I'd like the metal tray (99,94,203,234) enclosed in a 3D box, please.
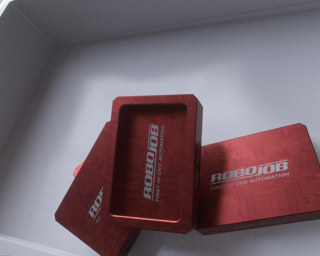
[{"bbox_3d":[-0.007,0.033,0.311,0.090,0.030,0.129,0,77,18],"label":"metal tray"}]

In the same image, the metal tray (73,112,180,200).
[{"bbox_3d":[-0.038,0.046,0.393,0.130,0.030,0.090,-42,51,-1],"label":"metal tray"}]

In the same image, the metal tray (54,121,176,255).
[{"bbox_3d":[-0.049,0.068,0.350,0.090,0.030,0.130,28,87,22],"label":"metal tray"}]

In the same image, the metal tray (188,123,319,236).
[{"bbox_3d":[0.094,0.054,0.320,0.130,0.030,0.090,-15,56,19],"label":"metal tray"}]
